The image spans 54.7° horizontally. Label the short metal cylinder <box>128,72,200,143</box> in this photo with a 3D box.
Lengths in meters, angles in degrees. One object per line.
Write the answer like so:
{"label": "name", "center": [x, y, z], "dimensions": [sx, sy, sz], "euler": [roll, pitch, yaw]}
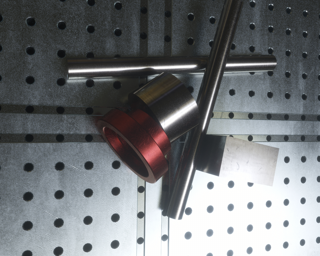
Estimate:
{"label": "short metal cylinder", "center": [0.004, -0.022, 0.386], "dimensions": [0.050, 0.080, 0.080], "euler": [-35, 102, -17]}

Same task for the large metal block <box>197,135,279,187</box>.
{"label": "large metal block", "center": [0.098, 0.042, 0.421], "dimensions": [0.081, 0.080, 0.050], "euler": [13, 86, -20]}

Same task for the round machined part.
{"label": "round machined part", "center": [-0.025, 0.015, 0.366], "dimensions": [0.042, 0.098, 0.098], "euler": [-42, 104, -21]}

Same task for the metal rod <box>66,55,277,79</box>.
{"label": "metal rod", "center": [0.030, -0.086, 0.424], "dimensions": [0.303, 0.025, 0.025], "euler": [-6, 92, -20]}

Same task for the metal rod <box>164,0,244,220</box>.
{"label": "metal rod", "center": [0.058, -0.024, 0.416], "dimensions": [0.025, 0.025, 0.298], "euler": [15, 92, -20]}
